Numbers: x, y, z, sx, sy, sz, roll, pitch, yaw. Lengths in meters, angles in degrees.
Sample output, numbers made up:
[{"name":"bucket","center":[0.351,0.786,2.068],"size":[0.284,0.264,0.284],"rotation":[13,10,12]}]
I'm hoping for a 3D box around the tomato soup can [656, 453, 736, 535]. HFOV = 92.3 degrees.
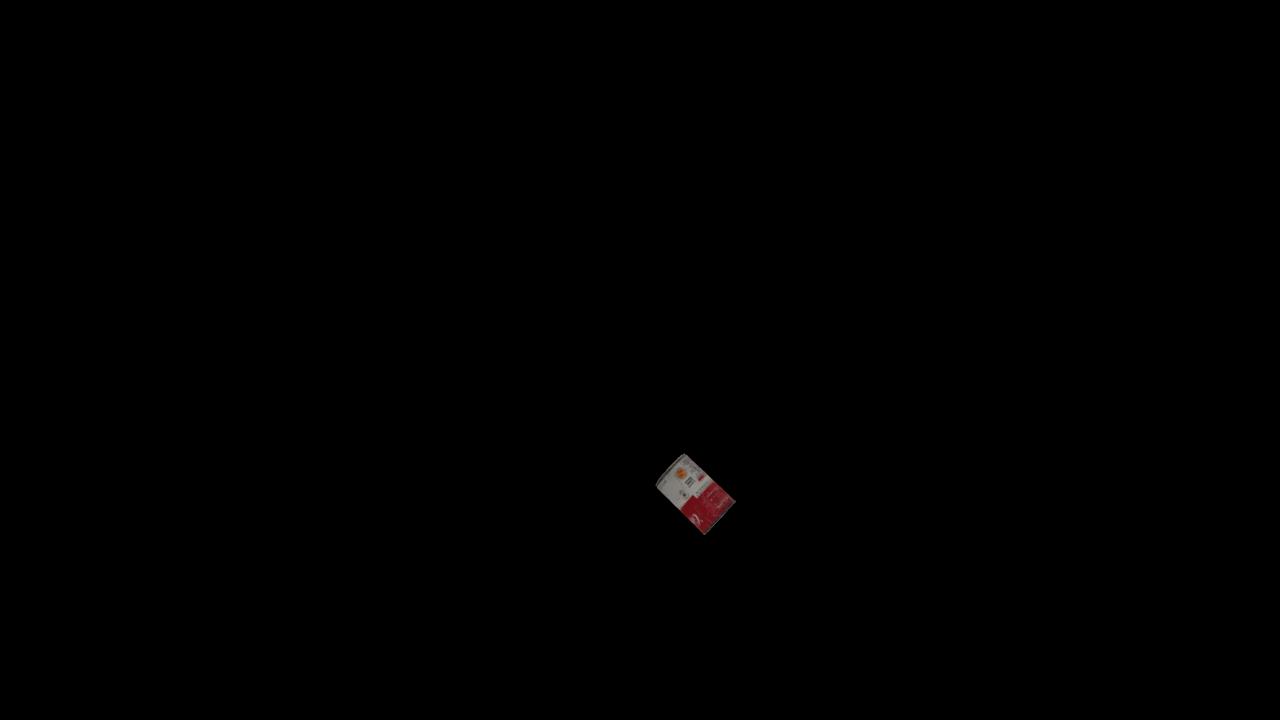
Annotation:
[{"name":"tomato soup can","center":[0.079,0.194,0.893],"size":[0.101,0.068,0.068],"rotation":[43,13,14]}]
